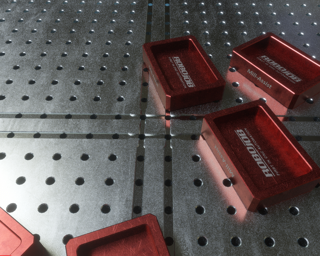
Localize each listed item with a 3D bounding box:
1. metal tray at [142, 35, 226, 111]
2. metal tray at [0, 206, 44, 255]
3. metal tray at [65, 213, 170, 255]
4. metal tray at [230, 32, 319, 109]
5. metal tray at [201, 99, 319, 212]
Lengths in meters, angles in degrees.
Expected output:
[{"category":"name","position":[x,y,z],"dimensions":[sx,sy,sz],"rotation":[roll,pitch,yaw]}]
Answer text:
[{"category":"metal tray","position":[0.033,-0.090,0.479],"dimensions":[0.091,0.030,0.130],"rotation":[-13,51,-12]},{"category":"metal tray","position":[-0.190,0.135,0.288],"dimensions":[0.090,0.030,0.131],"rotation":[29,55,21]},{"category":"metal tray","position":[-0.027,0.152,0.276],"dimensions":[0.091,0.030,0.130],"rotation":[-15,52,-13]},{"category":"metal tray","position":[0.187,-0.095,0.486],"dimensions":[0.091,0.030,0.130],"rotation":[-29,56,-22]},{"category":"metal tray","position":[0.119,0.027,0.382],"dimensions":[0.091,0.030,0.130],"rotation":[-16,52,-14]}]
